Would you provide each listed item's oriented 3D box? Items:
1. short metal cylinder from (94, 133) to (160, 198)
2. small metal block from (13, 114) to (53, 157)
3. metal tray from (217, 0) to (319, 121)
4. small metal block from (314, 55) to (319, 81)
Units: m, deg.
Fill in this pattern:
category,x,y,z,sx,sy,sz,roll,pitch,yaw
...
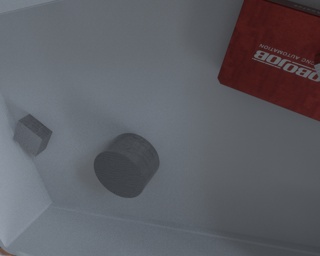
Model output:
category,x,y,z,sx,sy,sz,roll,pitch,yaw
short metal cylinder,-0.048,0.054,0.449,0.080,0.050,0.079,13,124,20
small metal block,-0.217,0.013,0.528,0.050,0.025,0.050,38,129,2
metal tray,0.132,-0.065,0.296,0.130,0.030,0.089,23,127,13
small metal block,0.163,-0.043,0.257,0.050,0.025,0.050,-18,109,35
